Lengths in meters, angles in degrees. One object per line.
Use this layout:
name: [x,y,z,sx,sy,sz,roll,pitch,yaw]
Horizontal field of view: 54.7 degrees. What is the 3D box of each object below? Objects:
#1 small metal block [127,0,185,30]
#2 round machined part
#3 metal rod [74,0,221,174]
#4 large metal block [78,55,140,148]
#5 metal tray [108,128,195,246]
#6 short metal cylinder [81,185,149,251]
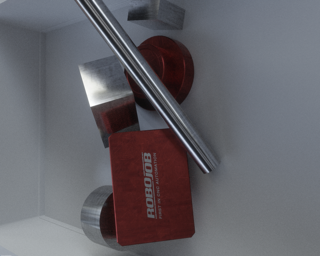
small metal block: [-0.004,-0.143,0.392,0.050,0.050,0.025,13,99,39]
round machined part: [-0.008,-0.071,0.401,0.098,0.042,0.097,0,90,39]
metal rod: [-0.029,-0.074,0.348,0.025,0.025,0.299,-34,95,34]
large metal block: [-0.064,-0.034,0.404,0.080,0.050,0.080,84,165,-50]
metal tray: [-0.011,0.068,0.374,0.030,0.091,0.129,140,125,-82]
short metal cylinder: [-0.057,0.117,0.411,0.050,0.081,0.080,-11,83,49]
